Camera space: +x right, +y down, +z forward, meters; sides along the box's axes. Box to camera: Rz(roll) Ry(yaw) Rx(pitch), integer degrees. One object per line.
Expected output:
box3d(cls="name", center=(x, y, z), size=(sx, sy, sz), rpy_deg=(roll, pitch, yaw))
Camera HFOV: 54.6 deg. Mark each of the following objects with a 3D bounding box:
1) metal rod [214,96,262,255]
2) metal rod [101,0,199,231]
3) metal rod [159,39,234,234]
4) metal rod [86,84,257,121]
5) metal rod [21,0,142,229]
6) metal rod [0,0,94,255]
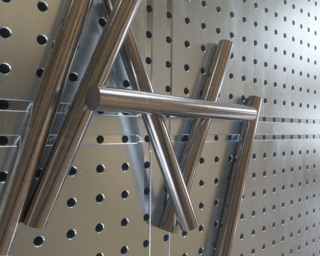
box3d(cls="metal rod", center=(0.129, 0.089, 0.515), size=(0.025, 0.025, 0.299), rpy_deg=(25, 75, -37))
box3d(cls="metal rod", center=(-0.009, -0.012, 0.383), size=(0.025, 0.025, 0.299), rpy_deg=(-25, 101, -37))
box3d(cls="metal rod", center=(0.058, 0.002, 0.456), size=(0.025, 0.025, 0.299), rpy_deg=(31, 71, -36))
box3d(cls="metal rod", center=(0.042, -0.026, 0.400), size=(0.302, 0.025, 0.025), rpy_deg=(1, 89, -46))
box3d(cls="metal rod", center=(-0.072, -0.044, 0.327), size=(0.025, 0.025, 0.299), rpy_deg=(27, 79, -37))
box3d(cls="metal rod", center=(-0.120, -0.005, 0.307), size=(0.025, 0.025, 0.299), rpy_deg=(23, 75, -38))
